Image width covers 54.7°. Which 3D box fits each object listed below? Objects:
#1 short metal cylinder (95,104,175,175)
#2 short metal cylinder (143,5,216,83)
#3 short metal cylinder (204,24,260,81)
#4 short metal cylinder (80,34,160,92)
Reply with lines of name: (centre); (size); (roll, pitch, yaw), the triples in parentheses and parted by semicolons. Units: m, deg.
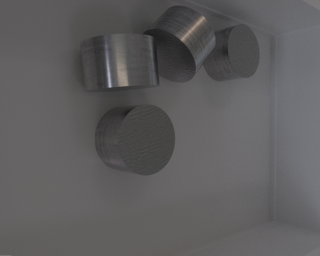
short metal cylinder: (-0.029, 0.013, 0.366); (0.081, 0.050, 0.080); (0, 90, -40)
short metal cylinder: (0.022, -0.104, 0.389); (0.080, 0.080, 0.050); (52, 60, -28)
short metal cylinder: (0.111, -0.115, 0.482); (0.081, 0.050, 0.080); (0, 90, -40)
short metal cylinder: (-0.042, -0.067, 0.335); (0.081, 0.080, 0.050); (-9, 96, -40)
